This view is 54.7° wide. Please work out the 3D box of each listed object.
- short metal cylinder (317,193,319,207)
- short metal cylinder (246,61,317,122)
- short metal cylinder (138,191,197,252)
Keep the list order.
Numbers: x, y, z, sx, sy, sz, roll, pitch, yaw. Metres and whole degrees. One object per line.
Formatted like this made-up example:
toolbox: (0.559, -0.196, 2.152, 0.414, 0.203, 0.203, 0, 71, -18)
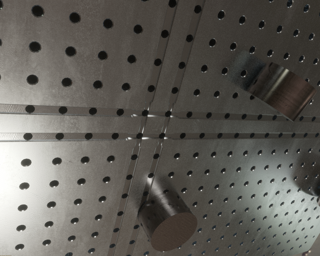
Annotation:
short metal cylinder: (0.408, 0.162, 0.704, 0.081, 0.080, 0.050, -2, 120, -28)
short metal cylinder: (0.171, -0.051, 0.440, 0.080, 0.080, 0.050, 24, 105, -37)
short metal cylinder: (0.012, 0.149, 0.496, 0.081, 0.050, 0.079, -14, 124, -21)
